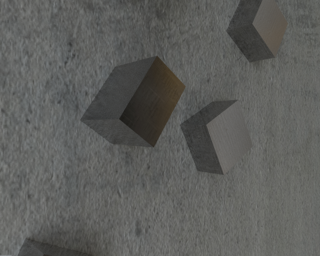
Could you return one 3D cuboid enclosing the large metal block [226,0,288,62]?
[{"bbox_3d":[0.169,-0.174,0.533,0.080,0.050,0.080,40,66,-33],"label":"large metal block"}]

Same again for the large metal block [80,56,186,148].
[{"bbox_3d":[-0.031,-0.027,0.345,0.050,0.080,0.080,42,64,-32],"label":"large metal block"}]

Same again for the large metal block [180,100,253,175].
[{"bbox_3d":[0.087,0.012,0.464,0.081,0.050,0.080,-35,112,-35],"label":"large metal block"}]

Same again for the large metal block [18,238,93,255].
[{"bbox_3d":[-0.104,0.164,0.303,0.080,0.050,0.080,33,70,-36],"label":"large metal block"}]
